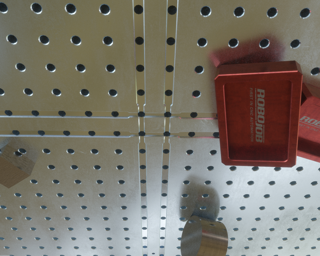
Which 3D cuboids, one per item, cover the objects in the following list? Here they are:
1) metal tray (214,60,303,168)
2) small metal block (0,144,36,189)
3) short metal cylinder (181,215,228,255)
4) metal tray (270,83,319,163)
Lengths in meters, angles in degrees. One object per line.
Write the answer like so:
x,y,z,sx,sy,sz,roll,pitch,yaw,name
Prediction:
0.117,-0.012,0.373,0.090,0.030,0.129,0,123,17,metal tray
-0.225,0.058,0.457,0.050,0.025,0.050,-29,125,22,small metal block
0.077,0.201,0.548,0.050,0.080,0.079,18,128,-15,short metal cylinder
0.218,0.001,0.412,0.131,0.030,0.089,16,128,-14,metal tray
